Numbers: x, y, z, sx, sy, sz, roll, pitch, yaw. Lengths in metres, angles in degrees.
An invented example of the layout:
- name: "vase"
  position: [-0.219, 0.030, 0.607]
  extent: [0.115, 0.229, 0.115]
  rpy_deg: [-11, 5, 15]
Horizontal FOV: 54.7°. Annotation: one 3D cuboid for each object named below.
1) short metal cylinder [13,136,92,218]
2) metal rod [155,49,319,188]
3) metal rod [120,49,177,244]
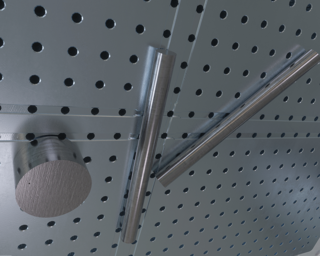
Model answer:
- name: "short metal cylinder"
  position: [-0.126, 0.057, 0.361]
  extent: [0.081, 0.050, 0.079]
  rpy_deg: [-14, 124, -21]
- name: "metal rod"
  position: [0.117, -0.015, 0.465]
  extent: [0.301, 0.025, 0.025]
  rpy_deg: [-39, 129, -2]
- name: "metal rod"
  position: [-0.022, 0.043, 0.425]
  extent: [0.025, 0.025, 0.298]
  rpy_deg: [-2, 120, -28]
